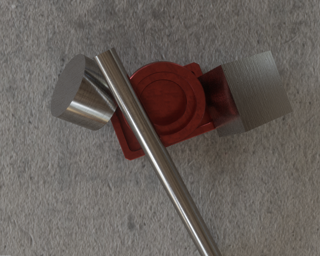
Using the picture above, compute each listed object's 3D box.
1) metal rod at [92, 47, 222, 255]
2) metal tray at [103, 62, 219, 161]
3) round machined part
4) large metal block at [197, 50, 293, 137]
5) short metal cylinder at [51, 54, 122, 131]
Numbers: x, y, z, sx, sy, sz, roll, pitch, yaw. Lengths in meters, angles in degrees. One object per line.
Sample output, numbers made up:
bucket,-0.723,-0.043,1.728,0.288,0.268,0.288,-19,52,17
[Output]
metal rod,0.006,0.048,0.367,0.025,0.025,0.299,-27,107,0
metal tray,0.003,-0.021,0.409,0.131,0.030,0.090,-21,90,-1
round machined part,0.003,-0.032,0.379,0.099,0.042,0.097,-1,105,-5
large metal block,0.105,-0.042,0.383,0.081,0.050,0.080,-20,90,-26
short metal cylinder,-0.090,-0.042,0.376,0.050,0.080,0.080,24,90,-36
